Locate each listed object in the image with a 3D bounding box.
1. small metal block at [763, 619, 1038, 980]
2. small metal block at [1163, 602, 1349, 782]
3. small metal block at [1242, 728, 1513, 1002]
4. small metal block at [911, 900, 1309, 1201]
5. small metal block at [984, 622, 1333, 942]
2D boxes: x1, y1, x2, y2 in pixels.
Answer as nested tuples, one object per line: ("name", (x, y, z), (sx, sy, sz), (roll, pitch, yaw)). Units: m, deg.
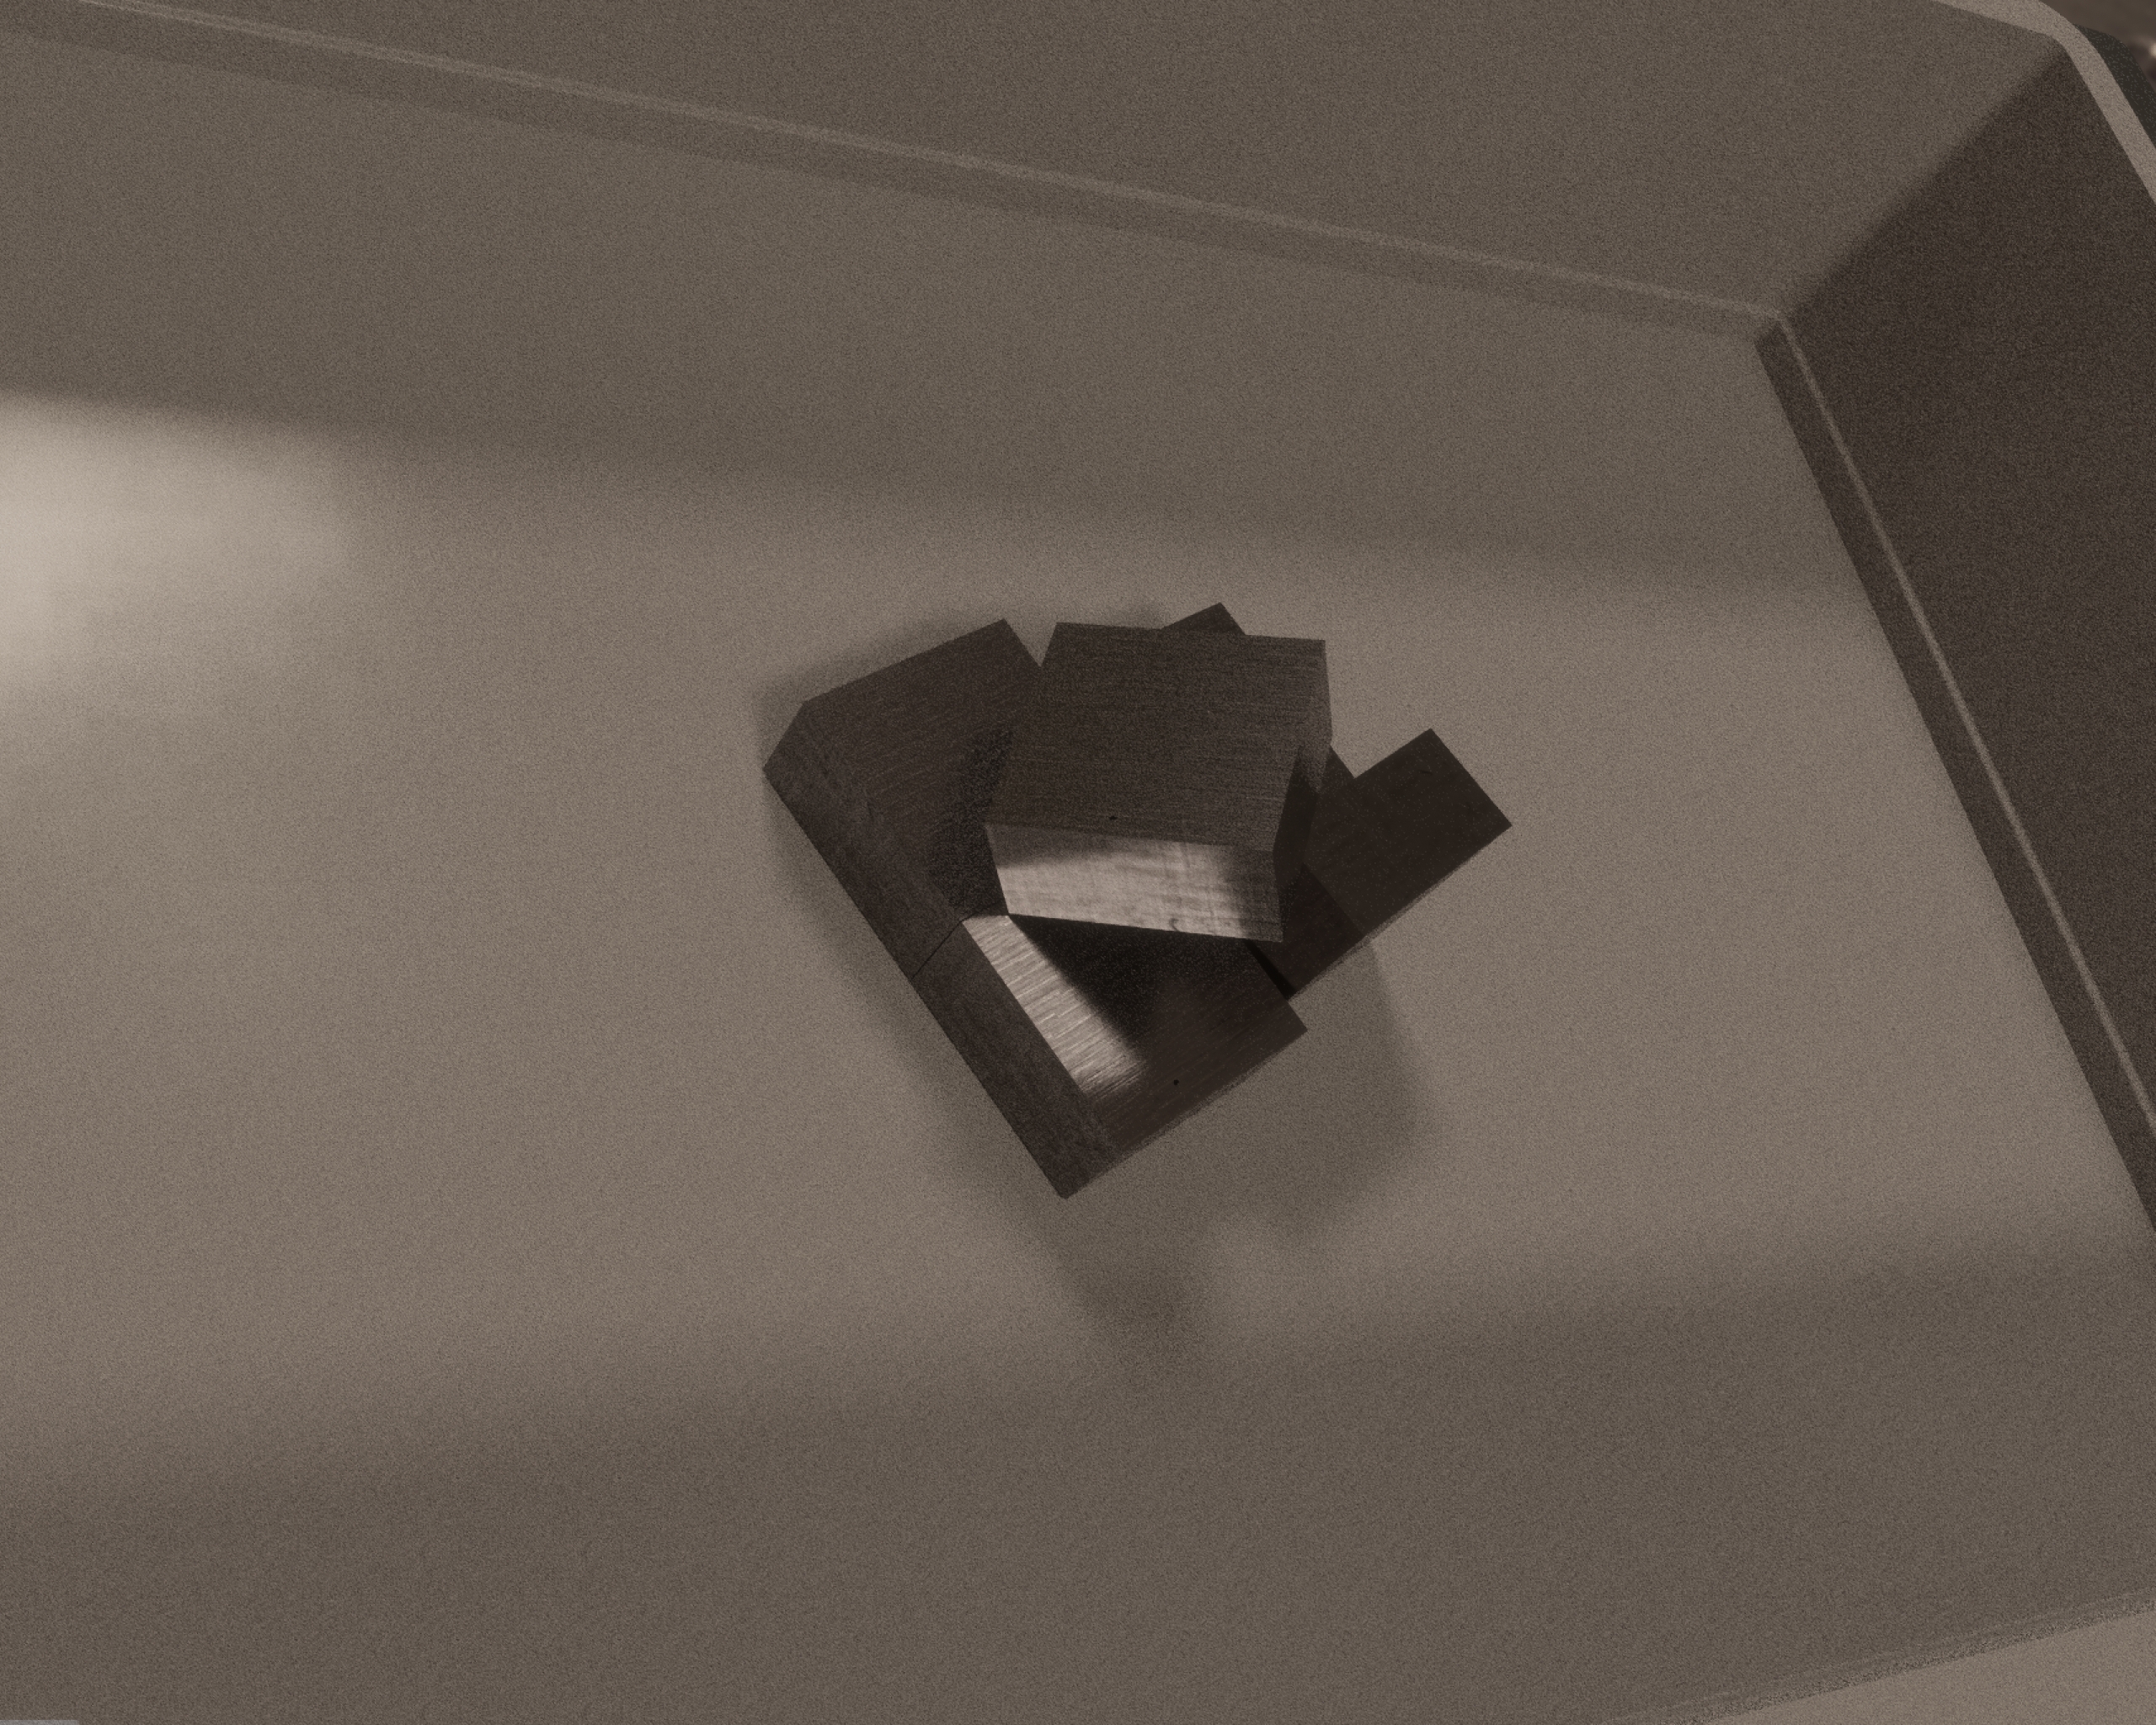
("small metal block", (-0.023, -0.013, 0.401), (0.050, 0.025, 0.050), (-28, 77, -38))
("small metal block", (0.022, -0.020, 0.429), (0.050, 0.025, 0.050), (-28, 77, -38))
("small metal block", (0.050, 0.005, 0.413), (0.050, 0.050, 0.025), (-32, 80, -39))
("small metal block", (0.006, 0.027, 0.392), (0.050, 0.025, 0.050), (-28, 77, -38))
("small metal block", (0.016, -0.015, 0.375), (0.050, 0.025, 0.050), (6, 51, 15))
